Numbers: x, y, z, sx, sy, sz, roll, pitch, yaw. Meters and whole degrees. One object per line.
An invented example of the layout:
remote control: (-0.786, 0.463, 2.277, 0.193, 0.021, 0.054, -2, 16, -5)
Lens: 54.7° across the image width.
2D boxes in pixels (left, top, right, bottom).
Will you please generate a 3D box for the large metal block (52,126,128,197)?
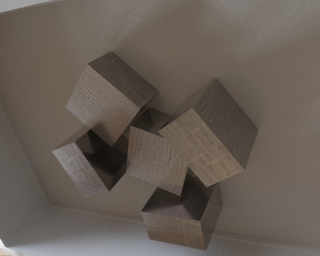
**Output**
large metal block: (-0.089, 0.038, 0.440, 0.050, 0.080, 0.080, -20, 108, 35)

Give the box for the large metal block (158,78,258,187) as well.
large metal block: (0.057, 0.003, 0.342, 0.080, 0.080, 0.050, 49, 128, -7)

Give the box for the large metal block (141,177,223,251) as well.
large metal block: (0.033, 0.111, 0.422, 0.080, 0.080, 0.050, 1, 119, 27)

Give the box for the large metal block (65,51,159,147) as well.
large metal block: (-0.063, -0.036, 0.399, 0.080, 0.050, 0.080, 41, 129, 0)

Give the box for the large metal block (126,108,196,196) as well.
large metal block: (0.006, 0.031, 0.405, 0.080, 0.050, 0.079, 20, 126, 15)
